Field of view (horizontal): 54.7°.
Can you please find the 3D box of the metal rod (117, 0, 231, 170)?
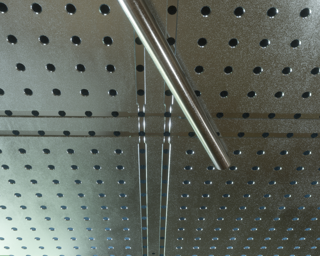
[{"bbox_3d":[0.024,-0.049,0.370,0.025,0.025,0.299,-22,127,17],"label":"metal rod"}]
